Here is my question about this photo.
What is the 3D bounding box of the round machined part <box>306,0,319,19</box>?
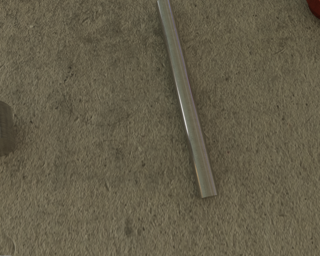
[{"bbox_3d":[0.271,-0.203,0.477,0.099,0.042,0.098,0,70,-1],"label":"round machined part"}]

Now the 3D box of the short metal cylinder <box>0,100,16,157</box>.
[{"bbox_3d":[-0.222,0.004,0.375,0.081,0.080,0.050,-14,71,-5],"label":"short metal cylinder"}]

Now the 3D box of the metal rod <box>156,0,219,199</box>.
[{"bbox_3d":[0.033,-0.054,0.428,0.025,0.025,0.299,-10,70,-4],"label":"metal rod"}]
